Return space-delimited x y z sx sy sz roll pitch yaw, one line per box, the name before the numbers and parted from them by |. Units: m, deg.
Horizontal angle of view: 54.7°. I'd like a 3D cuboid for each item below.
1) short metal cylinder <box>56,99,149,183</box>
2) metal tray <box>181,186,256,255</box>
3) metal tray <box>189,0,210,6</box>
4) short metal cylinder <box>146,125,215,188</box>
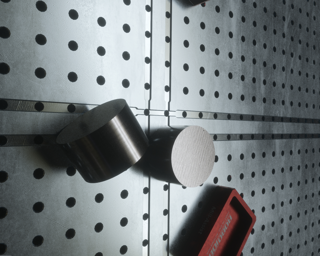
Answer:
short metal cylinder | -0.059 0.012 0.324 0.080 0.080 0.050 -43 116 -31
metal tray | 0.096 0.169 0.486 0.090 0.030 0.130 51 60 -28
metal tray | 0.035 -0.251 0.435 0.130 0.030 0.090 33 70 -35
short metal cylinder | 0.028 0.036 0.417 0.081 0.050 0.079 0 90 -40
